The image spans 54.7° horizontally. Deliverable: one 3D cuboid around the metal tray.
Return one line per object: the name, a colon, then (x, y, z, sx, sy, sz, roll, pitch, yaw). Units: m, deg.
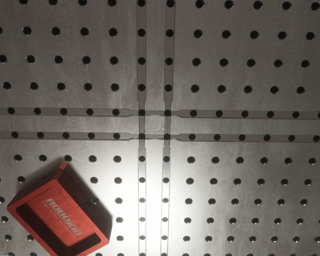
metal tray: (-0.145, 0.135, 0.458, 0.090, 0.030, 0.130, -31, 108, 10)
